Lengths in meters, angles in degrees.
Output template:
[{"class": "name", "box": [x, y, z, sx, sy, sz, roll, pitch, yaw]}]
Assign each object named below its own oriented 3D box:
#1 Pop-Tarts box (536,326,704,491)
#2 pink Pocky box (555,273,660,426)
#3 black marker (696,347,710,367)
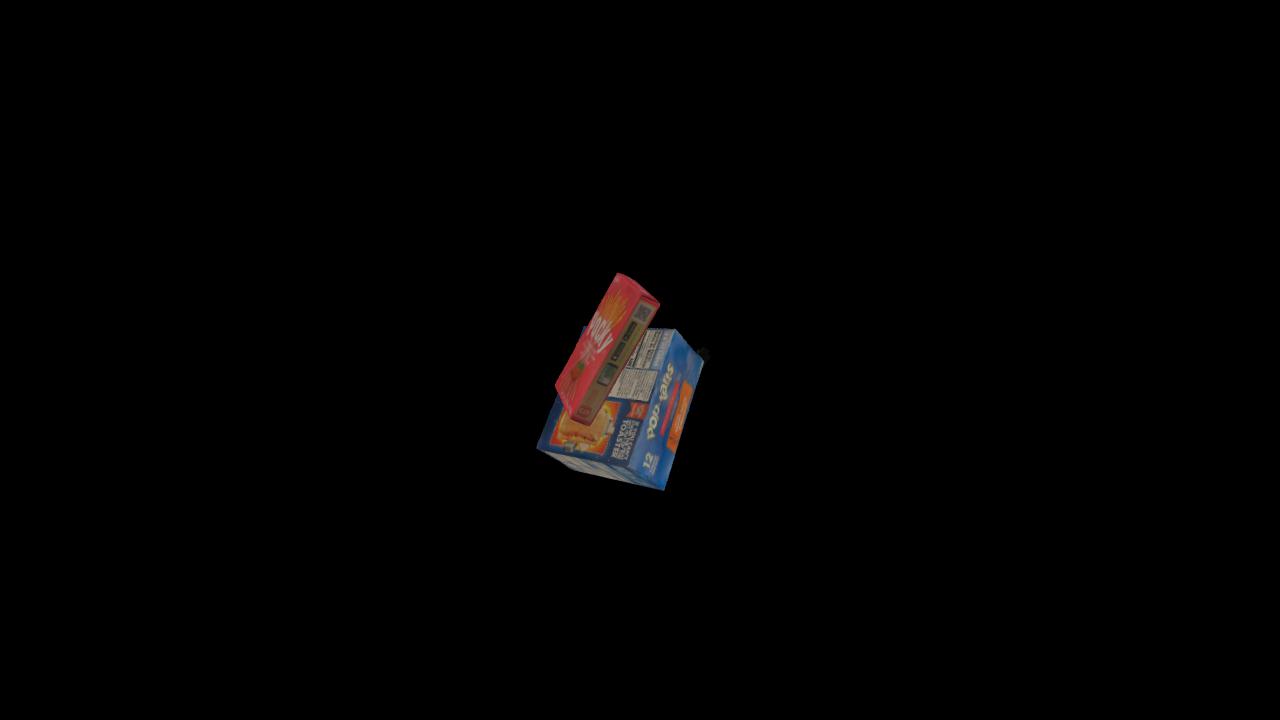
[{"class": "Pop-Tarts box", "box": [-0.021, 0.052, 0.729, 0.141, 0.167, 0.083, 3, -24, 37]}, {"class": "pink Pocky box", "box": [-0.039, -0.014, 0.669, 0.029, 0.155, 0.084, 24, 13, -28]}, {"class": "black marker", "box": [0.050, 0.038, 0.754, 0.020, 0.121, 0.020, 31, 0, 0]}]
